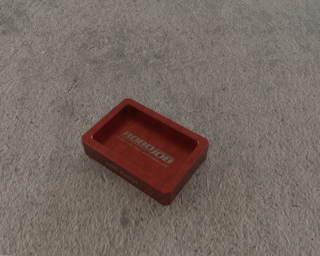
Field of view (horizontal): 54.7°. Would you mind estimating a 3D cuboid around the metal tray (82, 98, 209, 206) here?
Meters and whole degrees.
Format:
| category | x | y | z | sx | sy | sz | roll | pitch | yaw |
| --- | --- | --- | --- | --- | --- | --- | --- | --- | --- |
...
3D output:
| category | x | y | z | sx | sy | sz | roll | pitch | yaw |
| --- | --- | --- | --- | --- | --- | --- | --- | --- | --- |
| metal tray | -0.018 | 0.023 | 0.381 | 0.130 | 0.030 | 0.090 | 29 | 55 | 22 |
